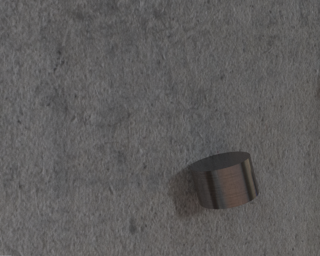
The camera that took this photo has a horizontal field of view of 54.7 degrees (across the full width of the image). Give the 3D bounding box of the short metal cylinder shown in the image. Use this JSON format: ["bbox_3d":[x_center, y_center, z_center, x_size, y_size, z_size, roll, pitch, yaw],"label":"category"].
[{"bbox_3d":[0.085,0.067,0.413,0.081,0.080,0.050,-17,96,-20],"label":"short metal cylinder"}]
